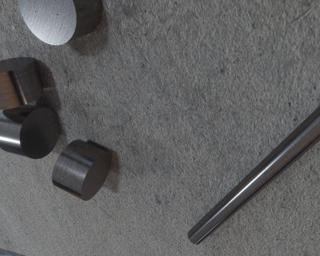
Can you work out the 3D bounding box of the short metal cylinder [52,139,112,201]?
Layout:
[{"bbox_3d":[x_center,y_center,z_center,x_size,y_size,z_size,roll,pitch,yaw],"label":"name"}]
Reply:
[{"bbox_3d":[-0.117,0.063,0.472,0.050,0.080,0.079,22,127,15],"label":"short metal cylinder"}]

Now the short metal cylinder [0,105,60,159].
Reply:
[{"bbox_3d":[-0.204,0.004,0.481,0.050,0.080,0.079,10,123,23],"label":"short metal cylinder"}]

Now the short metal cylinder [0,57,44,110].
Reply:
[{"bbox_3d":[-0.215,-0.066,0.444,0.080,0.080,0.050,6,121,25],"label":"short metal cylinder"}]

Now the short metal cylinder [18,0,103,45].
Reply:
[{"bbox_3d":[-0.116,-0.143,0.363,0.080,0.050,0.079,13,124,21],"label":"short metal cylinder"}]

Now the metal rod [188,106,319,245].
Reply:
[{"bbox_3d":[0.116,0.071,0.389,0.025,0.025,0.298,36,129,4],"label":"metal rod"}]
